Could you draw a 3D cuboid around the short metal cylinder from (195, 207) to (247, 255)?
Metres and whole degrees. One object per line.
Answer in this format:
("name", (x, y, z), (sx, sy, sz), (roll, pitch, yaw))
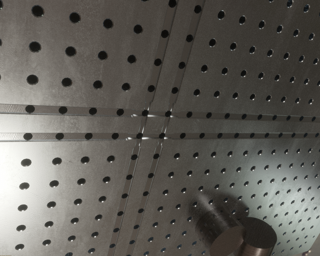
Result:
("short metal cylinder", (0.114, 0.196, 0.581), (0.081, 0.050, 0.079), (-14, 125, -21))

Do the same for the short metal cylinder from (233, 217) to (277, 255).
("short metal cylinder", (0.187, 0.227, 0.621), (0.081, 0.080, 0.050), (-7, 122, -25))
